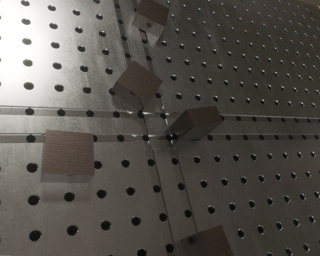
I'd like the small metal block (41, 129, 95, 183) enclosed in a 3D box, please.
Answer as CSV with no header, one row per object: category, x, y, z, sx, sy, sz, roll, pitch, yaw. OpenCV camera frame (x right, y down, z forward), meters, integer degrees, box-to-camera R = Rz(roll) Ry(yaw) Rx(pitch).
small metal block,-0.100,0.032,0.336,0.050,0.025,0.050,6,59,-26

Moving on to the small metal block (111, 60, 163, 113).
small metal block,-0.031,-0.058,0.428,0.050,0.025,0.050,35,51,-6

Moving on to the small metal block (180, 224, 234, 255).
small metal block,0.053,0.139,0.338,0.025,0.050,0.050,-6,65,-31

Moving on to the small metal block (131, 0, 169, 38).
small metal block,-0.015,-0.185,0.515,0.050,0.025,0.050,22,54,-16

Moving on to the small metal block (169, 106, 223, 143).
small metal block,0.049,-0.005,0.423,0.050,0.050,0.025,-9,67,-32
